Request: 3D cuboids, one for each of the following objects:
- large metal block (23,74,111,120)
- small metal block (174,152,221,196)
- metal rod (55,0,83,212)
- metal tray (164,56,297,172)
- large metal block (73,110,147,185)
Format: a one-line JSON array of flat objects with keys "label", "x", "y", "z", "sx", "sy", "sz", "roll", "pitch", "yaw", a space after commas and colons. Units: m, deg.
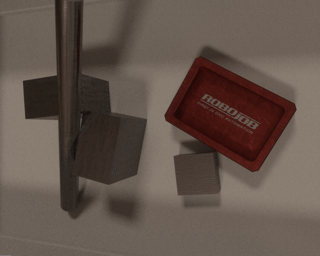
[{"label": "large metal block", "x": -0.124, "y": -0.040, "z": 0.423, "sx": 0.080, "sy": 0.080, "sz": 0.050, "roll": -5, "pitch": 89, "yaw": 19}, {"label": "small metal block", "x": 0.048, "y": 0.057, "z": 0.393, "sx": 0.050, "sy": 0.025, "sz": 0.050, "roll": -7, "pitch": 88, "yaw": 19}, {"label": "metal rod", "x": -0.108, "y": -0.003, "z": 0.369, "sx": 0.025, "sy": 0.025, "sz": 0.298, "roll": 26, "pitch": 129, "yaw": 17}, {"label": "metal tray", "x": 0.083, "y": -0.018, "z": 0.378, "sx": 0.130, "sy": 0.030, "sz": 0.090, "roll": 31, "pitch": 100, "yaw": 17}, {"label": "large metal block", "x": -0.062, "y": 0.022, "z": 0.402, "sx": 0.050, "sy": 0.080, "sz": 0.079, "roll": 12, "pitch": 94, "yaw": 19}]
